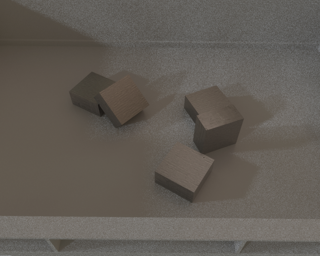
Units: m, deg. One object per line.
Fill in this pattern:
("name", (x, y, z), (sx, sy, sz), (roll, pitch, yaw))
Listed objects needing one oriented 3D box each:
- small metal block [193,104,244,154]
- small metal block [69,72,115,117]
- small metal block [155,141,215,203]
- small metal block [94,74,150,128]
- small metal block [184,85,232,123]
("small metal block", (0.072, 0.003, 0.388), (0.050, 0.050, 0.025), (-17, 52, -14))
("small metal block", (-0.092, -0.049, 0.445), (0.050, 0.025, 0.050), (24, 54, 19))
("small metal block", (0.029, 0.051, 0.363), (0.050, 0.025, 0.050), (26, 54, 20))
("small metal block", (-0.051, -0.036, 0.418), (0.050, 0.025, 0.050), (-39, 100, -28))
("small metal block", (0.068, -0.028, 0.429), (0.050, 0.025, 0.050), (-19, 53, -16))
